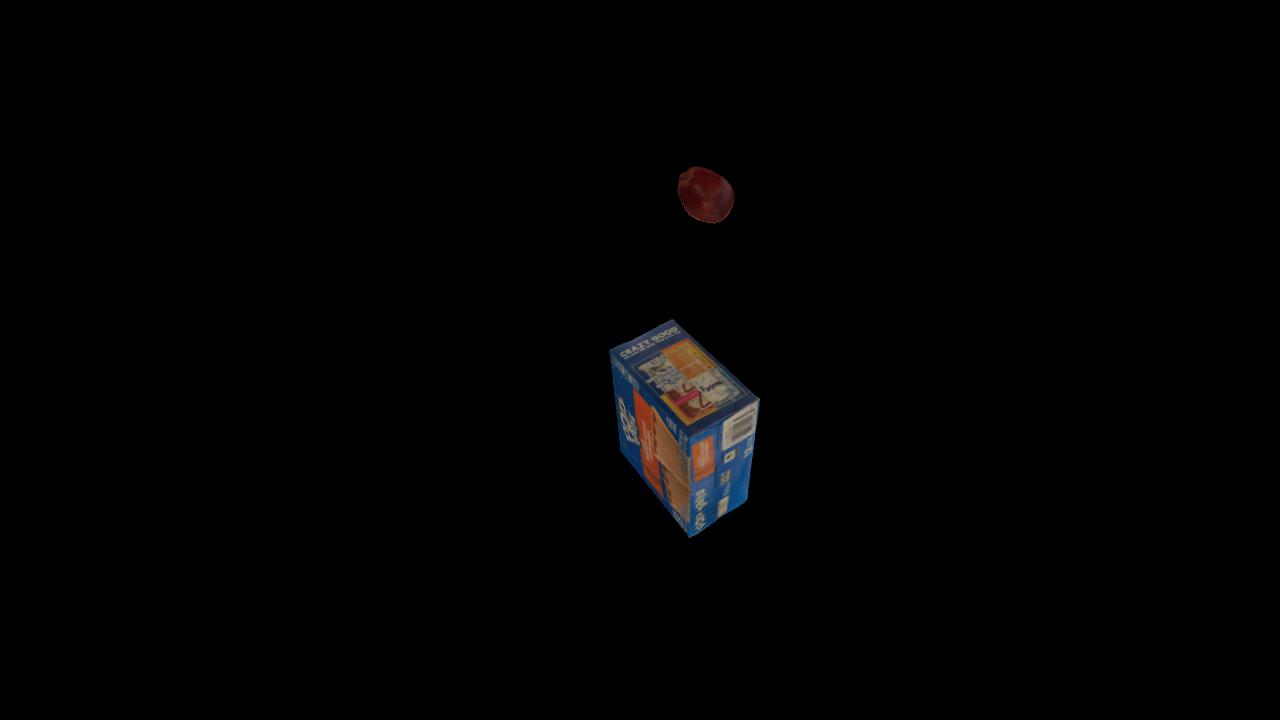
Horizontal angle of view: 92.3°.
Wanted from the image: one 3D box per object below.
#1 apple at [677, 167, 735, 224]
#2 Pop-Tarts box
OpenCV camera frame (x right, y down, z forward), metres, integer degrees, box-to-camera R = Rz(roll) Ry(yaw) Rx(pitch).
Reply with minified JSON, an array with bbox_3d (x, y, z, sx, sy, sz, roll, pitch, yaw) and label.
[{"bbox_3d":[0.100,-0.250,0.937,0.079,0.079,0.093,0,-30,49],"label":"apple"},{"bbox_3d":[0.042,0.071,0.637,0.083,0.167,0.141,-25,48,-21],"label":"Pop-Tarts box"}]
